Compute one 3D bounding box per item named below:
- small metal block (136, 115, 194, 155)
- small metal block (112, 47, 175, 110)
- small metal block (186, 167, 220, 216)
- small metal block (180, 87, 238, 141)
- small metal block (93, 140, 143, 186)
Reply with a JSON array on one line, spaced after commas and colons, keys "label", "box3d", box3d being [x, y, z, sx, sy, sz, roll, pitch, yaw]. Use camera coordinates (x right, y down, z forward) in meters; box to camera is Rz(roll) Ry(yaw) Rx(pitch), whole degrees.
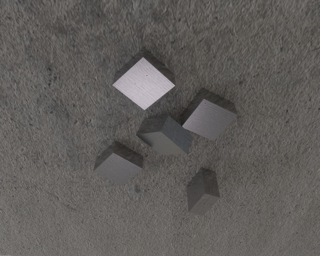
[{"label": "small metal block", "box3d": [0.006, 0.011, 0.402, 0.050, 0.025, 0.050, 41, 150, -29]}, {"label": "small metal block", "box3d": [-0.018, -0.056, 0.359, 0.050, 0.025, 0.050, -37, 122, 27]}, {"label": "small metal block", "box3d": [0.065, 0.097, 0.474, 0.025, 0.050, 0.050, 19, 128, -16]}, {"label": "small metal block", "box3d": [0.061, -0.017, 0.394, 0.050, 0.025, 0.050, 23, 126, -19]}, {"label": "small metal block", "box3d": [-0.060, 0.052, 0.451, 0.050, 0.025, 0.050, 33, 123, -25]}]
